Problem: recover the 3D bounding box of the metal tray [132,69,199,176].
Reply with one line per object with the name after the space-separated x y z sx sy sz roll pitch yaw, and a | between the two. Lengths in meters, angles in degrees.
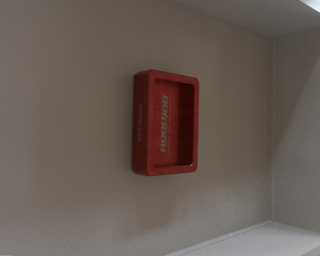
0.010 -0.005 0.409 0.091 0.030 0.129 2 88 -41 | metal tray
